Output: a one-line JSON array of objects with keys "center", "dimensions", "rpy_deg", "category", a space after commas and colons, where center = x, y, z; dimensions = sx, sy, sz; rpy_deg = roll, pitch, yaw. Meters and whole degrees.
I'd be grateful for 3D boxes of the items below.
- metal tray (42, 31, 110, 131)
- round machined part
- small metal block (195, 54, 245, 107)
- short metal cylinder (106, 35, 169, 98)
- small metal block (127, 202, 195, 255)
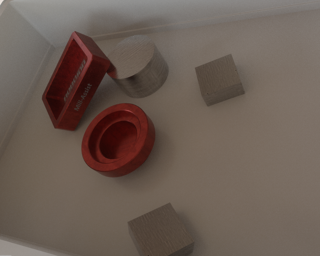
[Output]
[{"center": [-0.134, -0.071, 0.479], "dimensions": [0.129, 0.030, 0.090], "rpy_deg": [-56, 47, 20], "category": "metal tray"}, {"center": [-0.050, 0.019, 0.408], "dimensions": [0.098, 0.042, 0.098], "rpy_deg": [-13, 56, 20], "category": "round machined part"}, {"center": [0.077, -0.062, 0.403], "dimensions": [0.050, 0.025, 0.050], "rpy_deg": [-19, 54, 16], "category": "small metal block"}, {"center": [-0.034, -0.091, 0.462], "dimensions": [0.080, 0.050, 0.080], "rpy_deg": [-13, 56, 20], "category": "short metal cylinder"}, {"center": [0.000, 0.114, 0.322], "dimensions": [0.050, 0.025, 0.050], "rpy_deg": [-20, 48, -20], "category": "small metal block"}]
